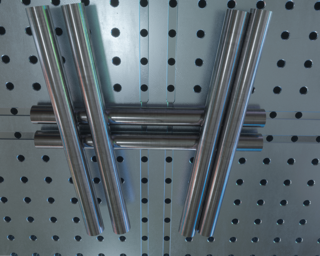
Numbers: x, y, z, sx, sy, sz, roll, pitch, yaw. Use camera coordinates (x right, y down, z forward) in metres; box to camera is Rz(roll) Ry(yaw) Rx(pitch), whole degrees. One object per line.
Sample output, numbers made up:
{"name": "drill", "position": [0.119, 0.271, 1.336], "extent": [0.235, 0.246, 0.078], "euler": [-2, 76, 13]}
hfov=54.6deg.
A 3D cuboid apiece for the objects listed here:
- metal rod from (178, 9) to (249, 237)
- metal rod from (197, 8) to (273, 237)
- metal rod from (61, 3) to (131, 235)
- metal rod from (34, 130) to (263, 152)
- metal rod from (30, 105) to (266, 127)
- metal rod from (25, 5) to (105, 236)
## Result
{"name": "metal rod", "position": [0.062, 0.009, 0.391], "extent": [0.025, 0.025, 0.298], "euler": [9, 110, -3]}
{"name": "metal rod", "position": [0.088, 0.009, 0.391], "extent": [0.025, 0.025, 0.298], "euler": [9, 110, -3]}
{"name": "metal rod", "position": [-0.075, 0.004, 0.388], "extent": [0.025, 0.025, 0.298], "euler": [-8, 110, 3]}
{"name": "metal rod", "position": [-0.014, 0.017, 0.420], "extent": [0.302, 0.025, 0.025], "euler": [1, 110, -1]}
{"name": "metal rod", "position": [-0.014, -0.015, 0.408], "extent": [0.302, 0.025, 0.025], "euler": [1, 110, -1]}
{"name": "metal rod", "position": [-0.113, 0.007, 0.389], "extent": [0.025, 0.025, 0.298], "euler": [-8, 110, 3]}
